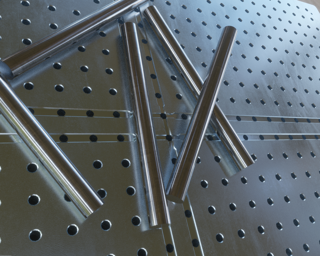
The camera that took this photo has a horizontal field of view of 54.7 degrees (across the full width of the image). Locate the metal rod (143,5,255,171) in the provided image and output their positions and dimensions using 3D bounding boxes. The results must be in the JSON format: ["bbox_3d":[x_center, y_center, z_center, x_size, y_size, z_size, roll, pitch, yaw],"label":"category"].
[{"bbox_3d":[0.054,-0.070,0.481,0.025,0.025,0.299,-19,72,-35],"label":"metal rod"}]

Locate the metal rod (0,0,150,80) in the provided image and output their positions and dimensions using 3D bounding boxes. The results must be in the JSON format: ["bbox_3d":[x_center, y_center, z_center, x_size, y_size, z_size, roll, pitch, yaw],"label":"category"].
[{"bbox_3d":[-0.098,-0.152,0.448,0.025,0.025,0.301,42,51,0],"label":"metal rod"}]

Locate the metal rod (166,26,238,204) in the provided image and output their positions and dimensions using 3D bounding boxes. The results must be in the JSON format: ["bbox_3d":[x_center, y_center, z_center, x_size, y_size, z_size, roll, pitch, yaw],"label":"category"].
[{"bbox_3d":[0.066,-0.037,0.440,0.025,0.025,0.300,28,61,-11],"label":"metal rod"}]

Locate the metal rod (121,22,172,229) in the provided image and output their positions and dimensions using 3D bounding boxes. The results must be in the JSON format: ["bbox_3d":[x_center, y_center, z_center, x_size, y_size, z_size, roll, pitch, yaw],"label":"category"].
[{"bbox_3d":[-0.024,-0.023,0.410,0.025,0.025,0.299,4,60,-27],"label":"metal rod"}]

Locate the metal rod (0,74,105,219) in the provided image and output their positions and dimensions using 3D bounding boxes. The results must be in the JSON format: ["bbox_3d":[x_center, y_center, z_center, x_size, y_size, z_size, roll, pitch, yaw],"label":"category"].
[{"bbox_3d":[-0.164,-0.027,0.336,0.300,0.025,0.025,49,51,6],"label":"metal rod"}]
